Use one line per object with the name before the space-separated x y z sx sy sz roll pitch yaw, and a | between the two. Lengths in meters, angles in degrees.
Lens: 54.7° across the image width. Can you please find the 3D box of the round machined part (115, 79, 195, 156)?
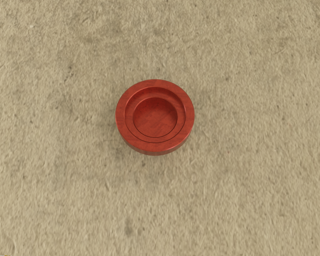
round machined part | -0.006 -0.011 0.403 0.099 0.042 0.098 0 70 -1
